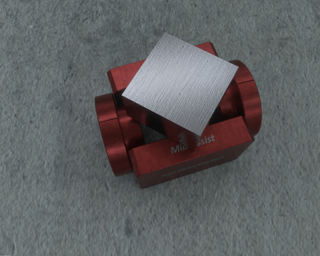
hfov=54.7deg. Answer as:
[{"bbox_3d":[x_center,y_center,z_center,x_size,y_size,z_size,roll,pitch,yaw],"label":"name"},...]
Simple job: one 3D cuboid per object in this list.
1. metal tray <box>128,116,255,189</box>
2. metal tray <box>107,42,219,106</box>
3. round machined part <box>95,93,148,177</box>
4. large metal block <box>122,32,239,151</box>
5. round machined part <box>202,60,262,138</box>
[{"bbox_3d":[0.034,0.032,0.362,0.131,0.090,0.030,-17,71,-6],"label":"metal tray"},{"bbox_3d":[0.005,-0.057,0.397,0.131,0.090,0.030,-17,71,-7],"label":"metal tray"},{"bbox_3d":[-0.043,0.005,0.368,0.042,0.098,0.098,-15,71,-5],"label":"round machined part"},{"bbox_3d":[0.020,-0.036,0.311,0.080,0.050,0.080,28,72,9],"label":"large metal block"},{"bbox_3d":[0.083,-0.032,0.383,0.042,0.098,0.098,-15,71,-5],"label":"round machined part"}]
